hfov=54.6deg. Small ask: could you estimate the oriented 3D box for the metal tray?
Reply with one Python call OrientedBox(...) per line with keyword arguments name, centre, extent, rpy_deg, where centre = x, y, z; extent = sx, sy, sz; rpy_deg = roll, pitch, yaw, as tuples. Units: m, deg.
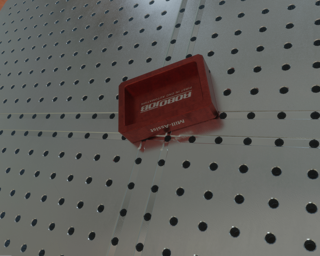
OrientedBox(name="metal tray", centre=(0.007, -0.040, 0.426), extent=(0.130, 0.030, 0.090), rpy_deg=(-17, 55, 18))
